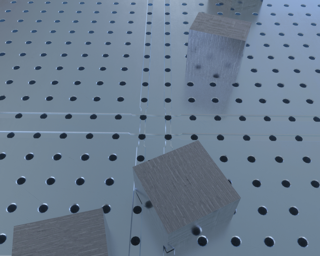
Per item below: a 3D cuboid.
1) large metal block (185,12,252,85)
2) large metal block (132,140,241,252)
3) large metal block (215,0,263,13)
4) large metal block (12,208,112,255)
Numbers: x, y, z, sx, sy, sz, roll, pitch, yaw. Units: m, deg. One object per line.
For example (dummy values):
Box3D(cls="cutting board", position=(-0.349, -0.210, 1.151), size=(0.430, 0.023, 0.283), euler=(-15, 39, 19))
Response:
Box3D(cls="large metal block", position=(0.088, -0.122, 0.475), size=(0.080, 0.080, 0.050), euler=(16, 52, 12))
Box3D(cls="large metal block", position=(0.025, 0.070, 0.333), size=(0.081, 0.050, 0.080), euler=(-21, 53, -17))
Box3D(cls="large metal block", position=(0.159, -0.288, 0.636), size=(0.081, 0.050, 0.080), euler=(-20, 53, -17))
Box3D(cls="large metal block", position=(-0.085, 0.128, 0.282), size=(0.081, 0.050, 0.080), euler=(-10, 51, -9))
